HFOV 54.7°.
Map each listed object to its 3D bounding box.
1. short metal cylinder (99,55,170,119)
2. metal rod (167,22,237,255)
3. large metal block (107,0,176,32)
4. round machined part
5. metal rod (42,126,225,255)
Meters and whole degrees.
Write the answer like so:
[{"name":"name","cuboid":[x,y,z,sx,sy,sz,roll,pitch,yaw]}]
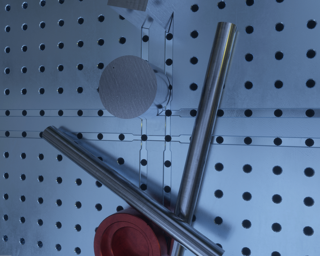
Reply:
[{"name":"short metal cylinder","cuboid":[-0.033,-0.051,0.410,0.080,0.050,0.079,0,90,19]},{"name":"metal rod","cuboid":[0.051,0.018,0.394,0.025,0.025,0.298,14,95,19]},{"name":"large metal block","cuboid":[-0.015,-0.175,0.388,0.050,0.080,0.079,17,96,19]},{"name":"round machined part","cuboid":[-0.035,0.156,0.413,0.098,0.042,0.097,0,91,23]},{"name":"metal rod","cuboid":[-0.050,0.079,0.411,0.300,0.025,0.025,31,100,23]}]
